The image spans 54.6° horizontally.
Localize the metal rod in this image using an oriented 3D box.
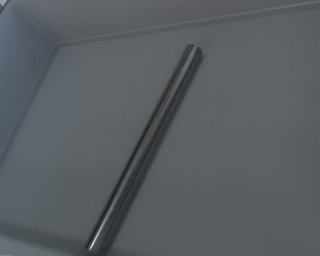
[{"bbox_3d":[-0.014,0.015,0.404,0.025,0.025,0.300,14,69,34],"label":"metal rod"}]
